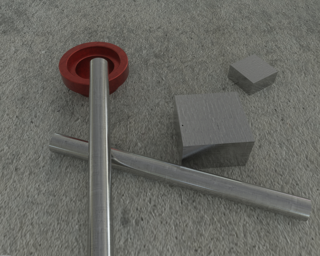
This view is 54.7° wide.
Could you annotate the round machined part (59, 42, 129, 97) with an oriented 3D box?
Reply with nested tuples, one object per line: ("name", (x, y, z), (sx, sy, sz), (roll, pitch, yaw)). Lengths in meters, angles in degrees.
("round machined part", (-0.095, -0.082, 0.460), (0.099, 0.042, 0.098), (0, 50, 0))

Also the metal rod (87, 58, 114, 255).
("metal rod", (-0.066, 0.042, 0.338), (0.025, 0.025, 0.299), (-5, 59, -4))

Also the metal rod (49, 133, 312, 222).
("metal rod", (0.013, 0.053, 0.358), (0.301, 0.025, 0.025), (14, 51, 10))

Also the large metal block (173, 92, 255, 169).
("large metal block", (0.062, 0.003, 0.386), (0.081, 0.050, 0.080), (-4, 50, -4))

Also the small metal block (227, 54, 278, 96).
("small metal block", (0.141, -0.082, 0.474), (0.050, 0.025, 0.050), (-26, 55, -21))
